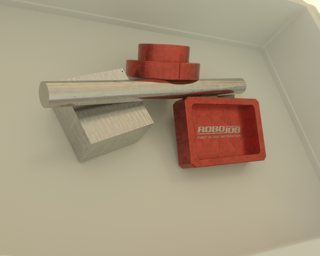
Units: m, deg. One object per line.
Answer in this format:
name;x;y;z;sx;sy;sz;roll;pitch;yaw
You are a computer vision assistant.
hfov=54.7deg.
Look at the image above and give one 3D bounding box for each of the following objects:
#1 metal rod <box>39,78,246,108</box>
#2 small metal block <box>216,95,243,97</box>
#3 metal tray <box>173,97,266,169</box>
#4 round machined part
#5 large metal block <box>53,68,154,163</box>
metal rod;0.008;-0.048;0.381;0.302;0.025;0.025;-8;66;-40
small metal block;0.101;-0.048;0.489;0.050;0.025;0.050;-12;68;-34
metal tray;0.085;0.005;0.427;0.131;0.030;0.089;-1;82;-30
round machined part;0.005;-0.089;0.413;0.099;0.098;0.042;-5;105;-31
large metal block;-0.068;-0.017;0.361;0.081;0.050;0.080;-20;72;-36
